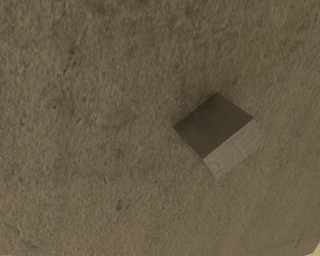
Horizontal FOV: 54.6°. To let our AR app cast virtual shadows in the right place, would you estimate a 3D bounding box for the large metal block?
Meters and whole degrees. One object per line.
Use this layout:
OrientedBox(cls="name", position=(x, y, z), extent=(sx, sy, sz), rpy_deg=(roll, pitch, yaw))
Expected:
OrientedBox(cls="large metal block", position=(0.077, 0.009, 0.418), extent=(0.080, 0.080, 0.050), rpy_deg=(-38, 129, -2))
